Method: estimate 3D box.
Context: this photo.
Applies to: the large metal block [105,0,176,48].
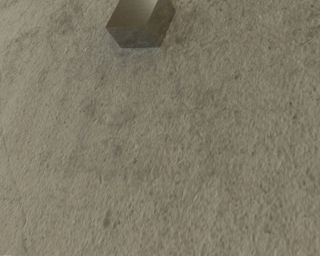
[{"bbox_3d":[-0.031,-0.181,0.513,0.080,0.050,0.080,8,65,31],"label":"large metal block"}]
